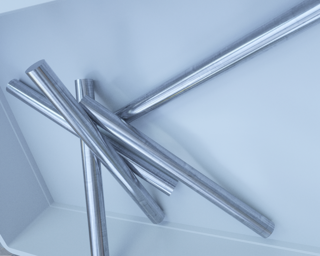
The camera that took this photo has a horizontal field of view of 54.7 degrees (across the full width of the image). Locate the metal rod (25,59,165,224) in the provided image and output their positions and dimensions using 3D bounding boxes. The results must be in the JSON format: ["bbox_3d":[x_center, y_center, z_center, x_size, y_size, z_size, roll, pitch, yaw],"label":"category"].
[{"bbox_3d":[-0.070,0.039,0.419,0.025,0.025,0.299,-8,130,32],"label":"metal rod"}]

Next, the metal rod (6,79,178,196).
[{"bbox_3d":[-0.107,0.011,0.471,0.301,0.025,0.025,32,129,7],"label":"metal rod"}]

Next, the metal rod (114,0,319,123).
[{"bbox_3d":[0.035,-0.056,0.355,0.299,0.025,0.025,-25,105,37],"label":"metal rod"}]

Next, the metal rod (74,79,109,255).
[{"bbox_3d":[-0.092,0.083,0.428,0.025,0.025,0.298,-5,91,30],"label":"metal rod"}]

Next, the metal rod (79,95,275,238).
[{"bbox_3d":[0.022,0.052,0.409,0.301,0.025,0.025,35,129,-3],"label":"metal rod"}]
